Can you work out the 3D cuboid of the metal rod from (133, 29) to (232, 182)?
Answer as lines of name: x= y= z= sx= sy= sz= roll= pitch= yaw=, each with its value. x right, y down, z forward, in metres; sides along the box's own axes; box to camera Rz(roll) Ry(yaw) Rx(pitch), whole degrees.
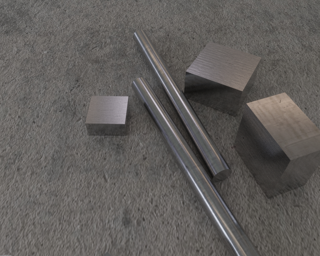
metal rod: x=0.019 y=-0.052 z=0.447 sx=0.025 sy=0.025 sz=0.300 roll=-16 pitch=52 yaw=-13

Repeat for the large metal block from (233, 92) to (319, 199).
large metal block: x=0.132 y=0.020 z=0.352 sx=0.050 sy=0.080 sz=0.080 roll=-16 pitch=52 yaw=-13

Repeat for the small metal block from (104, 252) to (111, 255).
small metal block: x=-0.053 y=0.142 z=0.267 sx=0.025 sy=0.050 sz=0.050 roll=36 pitch=59 yaw=26

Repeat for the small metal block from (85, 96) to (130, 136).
small metal block: x=-0.069 y=-0.017 z=0.417 sx=0.050 sy=0.025 sz=0.050 roll=1 pitch=50 yaw=1

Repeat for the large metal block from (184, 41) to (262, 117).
large metal block: x=0.090 y=-0.073 z=0.449 sx=0.080 sy=0.050 sz=0.080 roll=23 pitch=54 yaw=18

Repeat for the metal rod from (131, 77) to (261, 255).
metal rod: x=0.032 y=0.040 z=0.370 sx=0.025 sy=0.025 sz=0.300 roll=-19 pitch=53 yaw=-16
